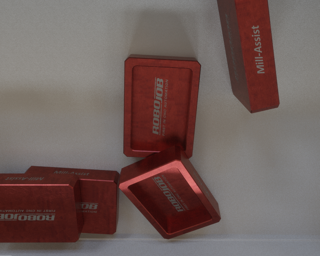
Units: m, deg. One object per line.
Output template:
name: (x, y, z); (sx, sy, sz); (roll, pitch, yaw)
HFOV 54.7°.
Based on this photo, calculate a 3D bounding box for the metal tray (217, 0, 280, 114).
metal tray: (0.095, -0.091, 0.344); (0.030, 0.090, 0.129); (-13, 110, 4)

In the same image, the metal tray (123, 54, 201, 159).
metal tray: (0.000, -0.026, 0.399); (0.091, 0.030, 0.129); (3, 110, -2)

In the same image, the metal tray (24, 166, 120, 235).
metal tray: (-0.126, 0.104, 0.445); (0.131, 0.030, 0.089); (4, 110, -2)

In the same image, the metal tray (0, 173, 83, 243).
metal tray: (-0.174, 0.107, 0.413); (0.131, 0.030, 0.089); (0, 110, -1)

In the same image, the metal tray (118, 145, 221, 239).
metal tray: (0.016, 0.093, 0.423); (0.090, 0.030, 0.130); (-25, 120, 16)
